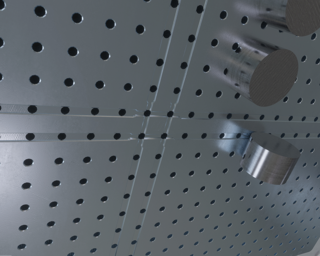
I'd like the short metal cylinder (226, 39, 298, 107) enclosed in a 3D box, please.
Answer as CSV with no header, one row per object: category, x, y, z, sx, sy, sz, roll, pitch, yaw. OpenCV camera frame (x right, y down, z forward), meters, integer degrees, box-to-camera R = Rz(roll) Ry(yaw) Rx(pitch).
short metal cylinder,0.139,-0.076,0.424,0.081,0.050,0.079,-14,124,-21

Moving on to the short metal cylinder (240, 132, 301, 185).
short metal cylinder,0.177,0.047,0.501,0.081,0.080,0.050,3,117,-30

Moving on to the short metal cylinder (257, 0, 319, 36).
short metal cylinder,0.171,-0.161,0.388,0.081,0.050,0.079,-14,124,-21
